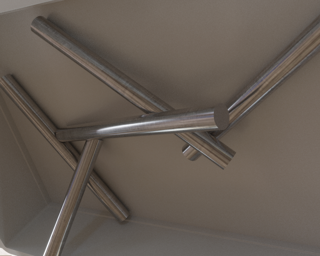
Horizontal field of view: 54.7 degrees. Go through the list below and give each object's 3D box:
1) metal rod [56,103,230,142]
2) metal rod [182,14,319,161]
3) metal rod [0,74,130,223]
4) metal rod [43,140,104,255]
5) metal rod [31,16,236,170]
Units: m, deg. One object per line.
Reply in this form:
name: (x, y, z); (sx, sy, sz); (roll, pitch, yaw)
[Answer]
metal rod: (-0.049, 0.000, 0.389); (0.300, 0.025, 0.025); (-6, 117, 45)
metal rod: (0.117, -0.054, 0.313); (0.025, 0.025, 0.298); (41, 129, -1)
metal rod: (-0.154, 0.038, 0.510); (0.025, 0.025, 0.300); (-32, 101, 38)
metal rod: (-0.150, 0.155, 0.474); (0.025, 0.025, 0.298); (21, 91, 15)
metal rod: (-0.040, -0.049, 0.379); (0.300, 0.025, 0.025); (36, 129, 11)
